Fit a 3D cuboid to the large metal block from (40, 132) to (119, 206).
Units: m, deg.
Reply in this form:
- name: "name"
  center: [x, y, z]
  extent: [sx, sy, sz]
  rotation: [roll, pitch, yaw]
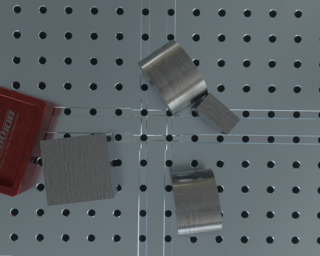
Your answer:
- name: "large metal block"
  center: [-0.101, 0.050, 0.400]
  extent: [0.080, 0.050, 0.080]
  rotation: [-7, 90, 0]

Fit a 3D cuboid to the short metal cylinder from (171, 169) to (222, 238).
- name: "short metal cylinder"
  center: [0.043, 0.093, 0.386]
  extent: [0.050, 0.080, 0.080]
  rotation: [-7, 90, 0]

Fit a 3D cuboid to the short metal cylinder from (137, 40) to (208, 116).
- name: "short metal cylinder"
  center: [0.015, -0.061, 0.386]
  extent: [0.050, 0.080, 0.080]
  rotation: [-35, 90, 0]

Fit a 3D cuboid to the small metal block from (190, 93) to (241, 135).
- name: "small metal block"
  center: [0.070, -0.018, 0.400]
  extent: [0.050, 0.050, 0.025]
  rotation: [40, 90, -4]

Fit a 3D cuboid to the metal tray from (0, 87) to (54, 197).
- name: "metal tray"
  center: [-0.206, 0.015, 0.408]
  extent: [0.090, 0.030, 0.129]
  rotation: [18, 90, 0]
